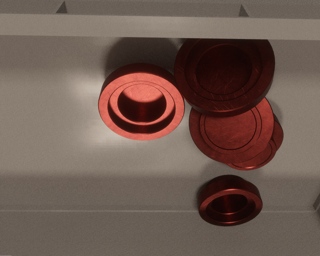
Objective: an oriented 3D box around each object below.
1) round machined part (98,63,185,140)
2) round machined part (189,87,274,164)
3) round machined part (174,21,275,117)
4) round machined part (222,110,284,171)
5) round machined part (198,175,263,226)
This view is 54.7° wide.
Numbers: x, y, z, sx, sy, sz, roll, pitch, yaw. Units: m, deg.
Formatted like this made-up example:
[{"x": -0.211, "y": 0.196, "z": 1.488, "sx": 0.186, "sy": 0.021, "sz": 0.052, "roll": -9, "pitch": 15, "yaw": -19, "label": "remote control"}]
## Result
[{"x": -0.021, "y": -0.035, "z": 0.368, "sx": 0.099, "sy": 0.042, "sz": 0.097, "roll": -1, "pitch": 130, "yaw": 0, "label": "round machined part"}, {"x": 0.082, "y": -0.006, "z": 0.363, "sx": 0.098, "sy": 0.042, "sz": 0.097, "roll": 2, "pitch": 97, "yaw": 14, "label": "round machined part"}, {"x": 0.067, "y": -0.058, "z": 0.325, "sx": 0.098, "sy": 0.098, "sz": 0.042, "roll": -15, "pitch": 162, "yaw": 12, "label": "round machined part"}, {"x": 0.116, "y": 0.020, "z": 0.417, "sx": 0.099, "sy": 0.042, "sz": 0.097, "roll": -1, "pitch": 130, "yaw": 0, "label": "round machined part"}, {"x": 0.109, "y": 0.112, "z": 0.495, "sx": 0.099, "sy": 0.042, "sz": 0.097, "roll": -1, "pitch": 130, "yaw": 0, "label": "round machined part"}]
